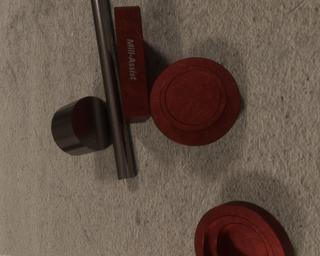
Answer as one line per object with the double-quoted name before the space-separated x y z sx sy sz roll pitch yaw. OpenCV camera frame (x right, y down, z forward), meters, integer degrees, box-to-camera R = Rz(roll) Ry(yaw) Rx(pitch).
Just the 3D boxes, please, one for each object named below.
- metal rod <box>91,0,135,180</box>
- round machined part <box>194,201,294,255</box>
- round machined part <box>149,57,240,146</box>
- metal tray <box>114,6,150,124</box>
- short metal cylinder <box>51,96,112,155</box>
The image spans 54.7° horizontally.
"metal rod" -0.073 -0.074 0.462 0.025 0.025 0.298 -16 80 38
"round machined part" 0.088 0.124 0.320 0.098 0.042 0.097 0 90 39
"round machined part" 0.036 -0.029 0.335 0.098 0.042 0.097 -1 85 9
"metal tray" -0.037 -0.074 0.394 0.090 0.030 0.129 141 123 -82
"short metal cylinder" -0.111 -0.002 0.458 0.050 0.081 0.080 -15 81 39
